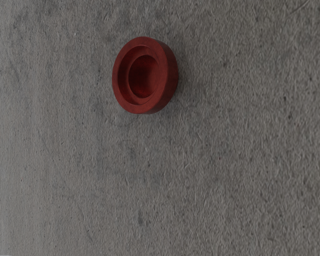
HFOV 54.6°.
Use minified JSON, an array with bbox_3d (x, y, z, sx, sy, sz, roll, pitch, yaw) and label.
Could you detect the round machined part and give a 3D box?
[{"bbox_3d":[-0.015,-0.067,0.407,0.098,0.042,0.097,0,90,40],"label":"round machined part"}]
